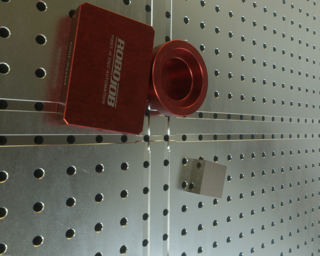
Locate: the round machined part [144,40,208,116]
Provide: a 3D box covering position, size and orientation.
[{"bbox_3d":[0.016,-0.064,0.411,0.099,0.042,0.097,0,91,-40],"label":"round machined part"}]

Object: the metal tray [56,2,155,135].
[{"bbox_3d":[-0.058,-0.061,0.349,0.091,0.030,0.129,10,84,-31],"label":"metal tray"}]

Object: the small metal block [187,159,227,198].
[{"bbox_3d":[0.072,0.077,0.470,0.050,0.025,0.050,19,78,-39],"label":"small metal block"}]
